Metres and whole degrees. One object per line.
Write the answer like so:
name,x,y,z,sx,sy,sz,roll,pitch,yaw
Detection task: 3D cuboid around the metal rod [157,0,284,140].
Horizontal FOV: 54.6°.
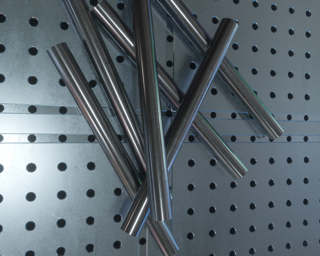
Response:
metal rod,0.081,-0.098,0.441,0.025,0.025,0.300,-46,105,-14

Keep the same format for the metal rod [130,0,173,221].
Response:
metal rod,-0.013,-0.044,0.370,0.025,0.025,0.299,-3,82,-20

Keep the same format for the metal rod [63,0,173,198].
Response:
metal rod,-0.053,-0.040,0.392,0.025,0.025,0.299,-26,99,-18

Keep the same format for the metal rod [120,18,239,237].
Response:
metal rod,0.029,-0.008,0.395,0.025,0.025,0.299,29,80,-18

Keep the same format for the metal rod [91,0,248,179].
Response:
metal rod,0.021,-0.042,0.419,0.025,0.025,0.300,-45,104,-14

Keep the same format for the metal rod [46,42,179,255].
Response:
metal rod,-0.054,0.035,0.392,0.025,0.025,0.299,-31,100,-17
